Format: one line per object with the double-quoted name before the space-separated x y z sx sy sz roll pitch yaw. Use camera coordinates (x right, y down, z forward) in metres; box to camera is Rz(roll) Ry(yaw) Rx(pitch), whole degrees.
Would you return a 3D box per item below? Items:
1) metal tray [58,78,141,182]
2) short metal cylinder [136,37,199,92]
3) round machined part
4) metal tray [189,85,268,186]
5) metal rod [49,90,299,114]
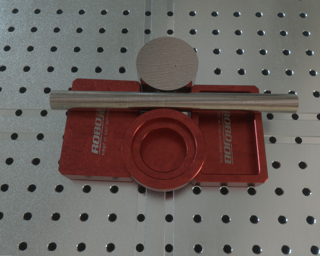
"metal tray" -0.073 0.001 0.403 0.091 0.030 0.130 3 70 1
"short metal cylinder" 0.009 -0.076 0.422 0.081 0.050 0.080 0 70 0
"round machined part" 0.005 0.029 0.378 0.099 0.042 0.098 0 70 0
"metal tray" 0.085 0.008 0.402 0.091 0.030 0.130 1 70 0
"metal rod" 0.017 -0.032 0.387 0.302 0.025 0.025 1 70 0
